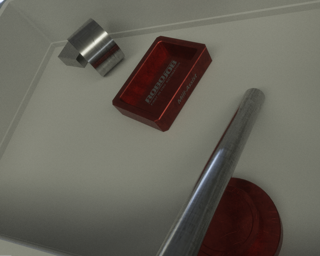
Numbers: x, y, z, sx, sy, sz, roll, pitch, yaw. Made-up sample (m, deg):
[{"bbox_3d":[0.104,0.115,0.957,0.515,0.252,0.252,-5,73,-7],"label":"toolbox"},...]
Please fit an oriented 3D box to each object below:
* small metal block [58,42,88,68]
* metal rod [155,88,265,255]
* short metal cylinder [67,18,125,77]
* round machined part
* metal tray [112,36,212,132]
[{"bbox_3d":[-0.151,-0.140,0.568,0.050,0.025,0.050,15,69,33],"label":"small metal block"},{"bbox_3d":[0.046,0.043,0.263,0.025,0.025,0.301,4,34,30],"label":"metal rod"},{"bbox_3d":[-0.103,-0.129,0.502,0.050,0.080,0.080,-44,51,-2],"label":"short metal cylinder"},{"bbox_3d":[0.066,0.094,0.302,0.098,0.042,0.098,-13,56,20],"label":"round machined part"},{"bbox_3d":[0.003,-0.067,0.440,0.090,0.030,0.130,23,74,36],"label":"metal tray"}]
